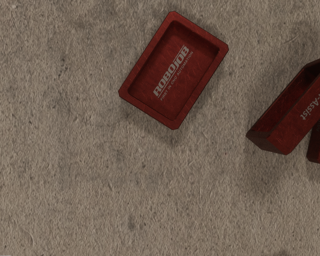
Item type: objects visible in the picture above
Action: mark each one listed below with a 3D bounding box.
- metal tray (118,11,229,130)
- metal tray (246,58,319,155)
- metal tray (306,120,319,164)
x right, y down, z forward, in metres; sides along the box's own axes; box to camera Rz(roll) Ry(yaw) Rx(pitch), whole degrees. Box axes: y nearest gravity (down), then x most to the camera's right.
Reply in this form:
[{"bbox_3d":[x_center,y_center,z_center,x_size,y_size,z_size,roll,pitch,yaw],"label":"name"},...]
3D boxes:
[{"bbox_3d":[0.017,-0.073,0.407,0.090,0.030,0.130,33,90,-1],"label":"metal tray"},{"bbox_3d":[0.169,-0.029,0.379,0.030,0.090,0.130,41,90,-1],"label":"metal tray"},{"bbox_3d":[0.258,-0.009,0.410,0.091,0.030,0.129,13,90,-1],"label":"metal tray"}]
